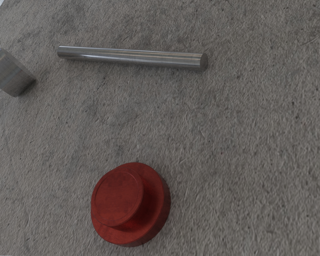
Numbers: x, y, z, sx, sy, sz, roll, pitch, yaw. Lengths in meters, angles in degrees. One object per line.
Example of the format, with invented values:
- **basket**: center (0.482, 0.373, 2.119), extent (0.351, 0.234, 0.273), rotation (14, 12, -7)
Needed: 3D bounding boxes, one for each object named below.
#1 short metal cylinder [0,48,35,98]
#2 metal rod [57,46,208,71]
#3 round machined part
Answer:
- **short metal cylinder**: center (-0.283, -0.103, 0.581), extent (0.050, 0.080, 0.080), rotation (-45, 51, -3)
- **metal rod**: center (-0.062, -0.118, 0.508), extent (0.300, 0.025, 0.025), rotation (12, 68, 33)
- **round machined part**: center (-0.041, 0.085, 0.362), extent (0.098, 0.042, 0.098), rotation (-13, 56, 21)
